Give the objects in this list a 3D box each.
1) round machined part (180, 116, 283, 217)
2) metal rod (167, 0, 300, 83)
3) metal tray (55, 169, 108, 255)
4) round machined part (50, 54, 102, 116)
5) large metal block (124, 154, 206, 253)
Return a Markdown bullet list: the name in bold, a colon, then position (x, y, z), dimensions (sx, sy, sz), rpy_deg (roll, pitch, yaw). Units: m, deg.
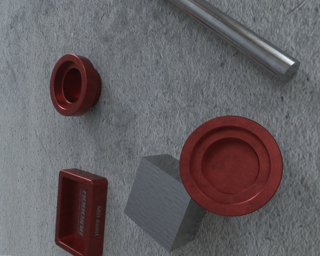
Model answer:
- **round machined part**: position (0.073, 0.039, 0.318), dimensions (0.098, 0.042, 0.098), rpy_deg (-5, 75, 18)
- **metal rod**: position (0.037, -0.149, 0.372), dimensions (0.300, 0.025, 0.025), rpy_deg (47, 118, 29)
- **metal tray**: position (-0.130, 0.138, 0.506), dimensions (0.090, 0.030, 0.129), rpy_deg (8, 95, 39)
- **round machined part**: position (-0.132, -0.067, 0.500), dimensions (0.098, 0.042, 0.097), rpy_deg (0, 90, 39)
- **large metal block**: position (0.011, 0.087, 0.378), dimensions (0.080, 0.050, 0.079), rpy_deg (30, 108, 35)
